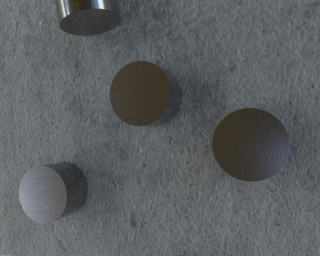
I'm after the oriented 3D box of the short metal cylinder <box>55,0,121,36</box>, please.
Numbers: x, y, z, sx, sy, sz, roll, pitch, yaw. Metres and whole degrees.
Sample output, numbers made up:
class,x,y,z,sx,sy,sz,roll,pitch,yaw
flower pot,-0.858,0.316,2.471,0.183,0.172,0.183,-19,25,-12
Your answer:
class,x,y,z,sx,sy,sz,roll,pitch,yaw
short metal cylinder,-0.097,-0.163,0.413,0.080,0.080,0.050,-13,86,19

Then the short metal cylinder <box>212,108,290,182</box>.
class,x,y,z,sx,sy,sz,roll,pitch,yaw
short metal cylinder,0.105,0.018,0.358,0.080,0.050,0.079,0,90,19

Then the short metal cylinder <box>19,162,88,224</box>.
class,x,y,z,sx,sy,sz,roll,pitch,yaw
short metal cylinder,-0.153,0.091,0.448,0.080,0.050,0.079,0,90,19

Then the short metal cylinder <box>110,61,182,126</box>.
class,x,y,z,sx,sy,sz,roll,pitch,yaw
short metal cylinder,-0.017,-0.042,0.401,0.080,0.050,0.079,0,90,19
